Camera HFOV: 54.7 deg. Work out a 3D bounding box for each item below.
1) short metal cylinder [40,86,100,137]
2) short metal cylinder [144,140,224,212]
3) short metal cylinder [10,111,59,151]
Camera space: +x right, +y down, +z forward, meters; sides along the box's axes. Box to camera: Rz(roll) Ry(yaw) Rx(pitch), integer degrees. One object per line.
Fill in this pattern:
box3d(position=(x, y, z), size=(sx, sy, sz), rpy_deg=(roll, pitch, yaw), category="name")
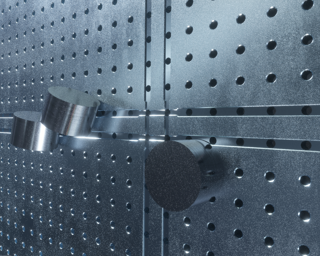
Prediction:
box3d(position=(-0.140, -0.027, 0.487), size=(0.080, 0.081, 0.050), rpy_deg=(33, 110, 35), category="short metal cylinder")
box3d(position=(0.028, 0.054, 0.368), size=(0.080, 0.050, 0.079), rpy_deg=(0, 90, 39), category="short metal cylinder")
box3d(position=(-0.220, 0.004, 0.552), size=(0.080, 0.081, 0.050), rpy_deg=(21, 103, 37), category="short metal cylinder")
